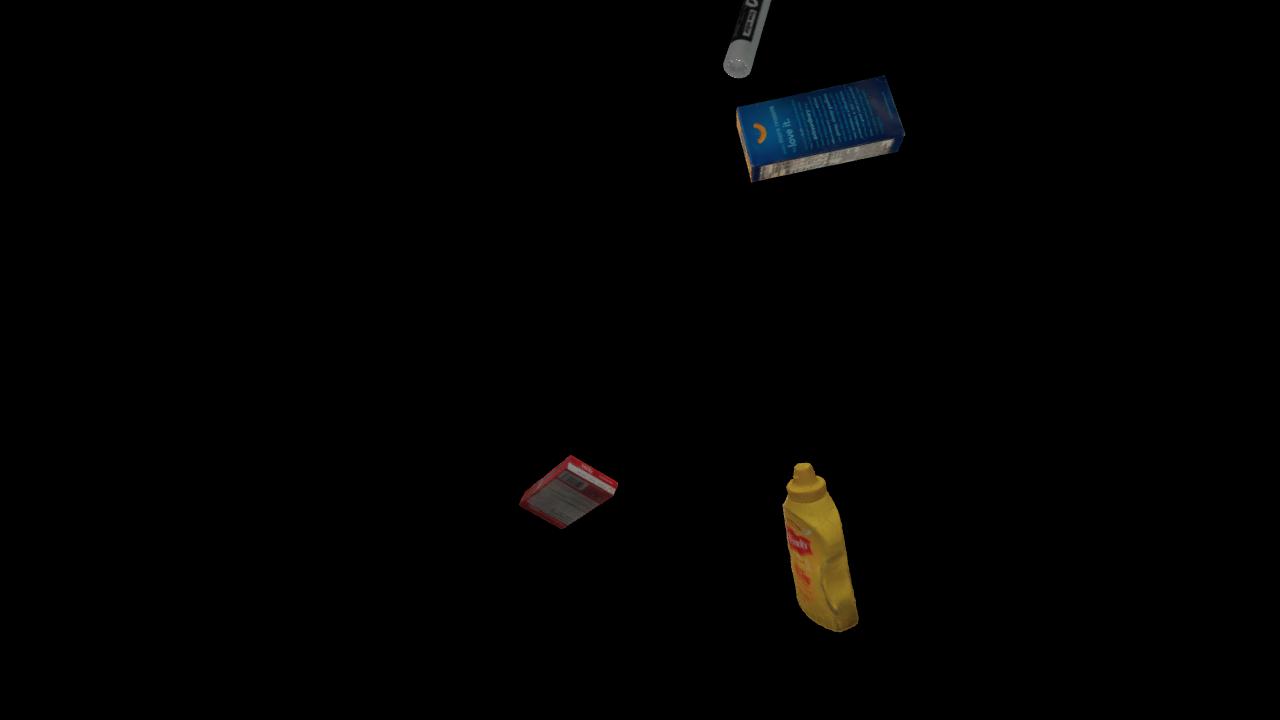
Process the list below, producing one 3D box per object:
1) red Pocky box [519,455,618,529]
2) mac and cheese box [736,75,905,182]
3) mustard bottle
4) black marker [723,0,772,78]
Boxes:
[{"bbox_3d":[-0.107,0.195,0.897,0.083,0.028,0.155,33,-45,-16],"label":"red Pocky box"},{"bbox_3d":[0.218,-0.284,0.758,0.184,0.093,0.041,-10,-18,4],"label":"mac and cheese box"},{"bbox_3d":[0.196,0.200,0.689,0.054,0.184,0.092,-14,13,-8],"label":"mustard bottle"},{"bbox_3d":[0.081,-0.246,0.417,0.020,0.121,0.020,16,-15,5],"label":"black marker"}]
